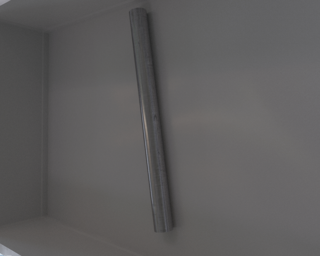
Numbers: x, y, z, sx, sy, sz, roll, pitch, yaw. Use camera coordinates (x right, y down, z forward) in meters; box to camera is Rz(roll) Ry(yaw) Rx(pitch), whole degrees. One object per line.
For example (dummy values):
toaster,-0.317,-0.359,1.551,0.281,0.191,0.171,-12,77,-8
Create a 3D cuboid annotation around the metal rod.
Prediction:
metal rod,-0.013,-0.015,0.418,0.025,0.025,0.299,-12,83,39
